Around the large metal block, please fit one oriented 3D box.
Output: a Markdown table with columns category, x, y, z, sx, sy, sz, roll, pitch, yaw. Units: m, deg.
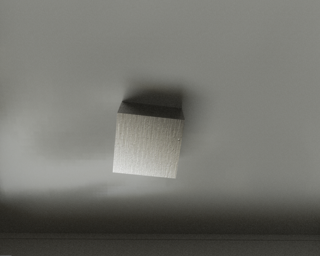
| category | x | y | z | sx | sy | sz | roll | pitch | yaw |
| --- | --- | --- | --- | --- | --- | --- | --- | --- | --- |
| large metal block | -0.015 | 0.015 | 0.403 | 0.081 | 0.050 | 0.079 | 6 | 110 | -3 |
